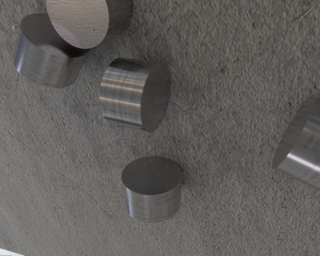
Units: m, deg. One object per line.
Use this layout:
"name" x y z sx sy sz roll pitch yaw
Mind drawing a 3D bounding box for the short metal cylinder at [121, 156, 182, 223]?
"short metal cylinder" -0.011 0.083 0.428 0.080 0.080 0.050 13 124 21

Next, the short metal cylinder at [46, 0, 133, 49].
"short metal cylinder" -0.078 -0.135 0.348 0.080 0.050 0.079 13 124 21

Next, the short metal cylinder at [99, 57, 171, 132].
"short metal cylinder" -0.026 -0.039 0.361 0.050 0.080 0.079 13 124 21

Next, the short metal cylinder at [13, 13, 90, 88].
"short metal cylinder" -0.133 -0.095 0.383 0.080 0.080 0.050 39 129 2

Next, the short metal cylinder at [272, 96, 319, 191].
"short metal cylinder" 0.152 0.016 0.301 0.050 0.080 0.079 27 128 11
